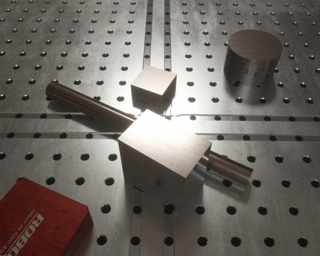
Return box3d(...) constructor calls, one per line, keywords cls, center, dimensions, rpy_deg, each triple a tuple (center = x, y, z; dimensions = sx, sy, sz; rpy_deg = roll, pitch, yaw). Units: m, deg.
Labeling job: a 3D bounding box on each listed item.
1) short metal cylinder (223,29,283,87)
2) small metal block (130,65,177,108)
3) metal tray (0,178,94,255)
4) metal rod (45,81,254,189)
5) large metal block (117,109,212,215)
box3d(cls="short metal cylinder", center=(0.144, -0.111, 0.486), dimensions=(0.081, 0.050, 0.080), rpy_deg=(0, 50, 0))
box3d(cls="small metal block", center=(-0.009, -0.063, 0.461), dimensions=(0.050, 0.025, 0.050), rpy_deg=(21, 53, 16))
box3d(cls="metal tray", center=(-0.138, 0.122, 0.300), dimensions=(0.090, 0.030, 0.130), rpy_deg=(20, 53, 15))
box3d(cls="metal rod", center=(-0.027, 0.001, 0.405), dimensions=(0.301, 0.025, 0.025), rpy_deg=(24, 54, 18))
box3d(cls="large metal block", center=(0.005, 0.038, 0.340), dimensions=(0.080, 0.080, 0.050), rpy_deg=(28, 55, 21))
